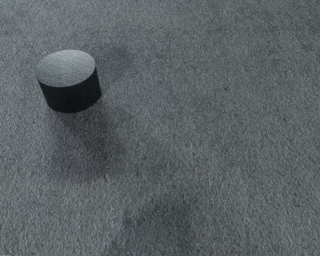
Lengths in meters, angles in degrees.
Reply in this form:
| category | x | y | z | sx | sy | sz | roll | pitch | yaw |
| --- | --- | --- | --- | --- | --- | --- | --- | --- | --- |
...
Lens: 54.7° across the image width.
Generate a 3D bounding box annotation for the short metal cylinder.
| category | x | y | z | sx | sy | sz | roll | pitch | yaw |
| --- | --- | --- | --- | --- | --- | --- | --- | --- | --- |
| short metal cylinder | -0.129 | -0.067 | 0.442 | 0.080 | 0.050 | 0.080 | 0 | 50 | 0 |
